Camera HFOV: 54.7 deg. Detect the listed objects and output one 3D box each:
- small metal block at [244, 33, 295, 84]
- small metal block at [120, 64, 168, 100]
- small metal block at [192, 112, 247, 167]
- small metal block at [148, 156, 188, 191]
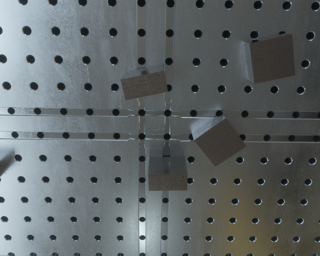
[{"bbox_3d":[0.136,-0.086,0.384,0.050,0.025,0.050,-12,110,4],"label":"small metal block"},{"bbox_3d":[-0.018,-0.057,0.379,0.050,0.050,0.025,-11,110,3],"label":"small metal block"},{"bbox_3d":[0.080,0.016,0.420,0.050,0.025,0.050,-36,107,12],"label":"small metal block"},{"bbox_3d":[0.010,0.061,0.423,0.050,0.050,0.025,-1,110,0],"label":"small metal block"}]
